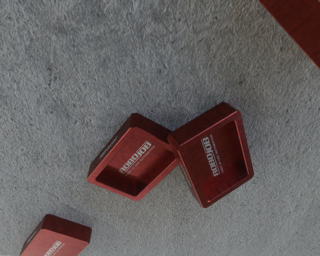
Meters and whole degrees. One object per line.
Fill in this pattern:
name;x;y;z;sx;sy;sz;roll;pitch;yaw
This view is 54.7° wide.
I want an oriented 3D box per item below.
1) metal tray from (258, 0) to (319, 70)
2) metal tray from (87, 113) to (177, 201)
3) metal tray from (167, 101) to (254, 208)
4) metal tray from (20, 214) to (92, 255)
metal tray;0.161;-0.125;0.299;0.130;0.030;0.090;34;122;-26
metal tray;-0.034;0.047;0.442;0.090;0.030;0.129;28;125;-22
metal tray;0.072;0.040;0.414;0.090;0.030;0.130;-31;128;-9
metal tray;-0.199;0.220;0.589;0.090;0.030;0.129;27;125;-22
